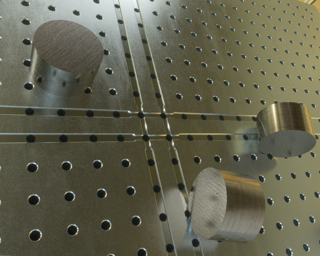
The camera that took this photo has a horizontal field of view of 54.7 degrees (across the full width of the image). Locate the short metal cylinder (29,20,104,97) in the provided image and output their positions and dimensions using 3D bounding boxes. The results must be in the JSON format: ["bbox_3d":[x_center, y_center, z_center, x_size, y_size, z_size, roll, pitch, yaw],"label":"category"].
[{"bbox_3d":[-0.116,-0.085,0.383,0.081,0.050,0.080,14,56,-21],"label":"short metal cylinder"}]

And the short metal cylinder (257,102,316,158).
[{"bbox_3d":[0.192,0.004,0.476,0.081,0.080,0.050,19,54,-18],"label":"short metal cylinder"}]

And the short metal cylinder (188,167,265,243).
[{"bbox_3d":[0.075,0.090,0.360,0.050,0.080,0.080,14,56,-21],"label":"short metal cylinder"}]
